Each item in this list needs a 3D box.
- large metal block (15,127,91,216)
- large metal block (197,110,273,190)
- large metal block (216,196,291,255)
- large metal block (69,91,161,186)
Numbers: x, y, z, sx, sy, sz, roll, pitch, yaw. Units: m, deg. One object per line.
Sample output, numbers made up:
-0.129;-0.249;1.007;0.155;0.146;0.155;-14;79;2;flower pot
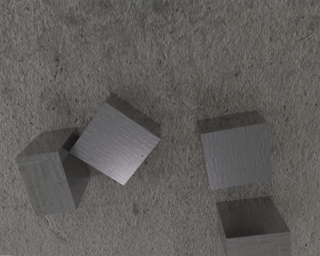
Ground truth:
-0.132;0.053;0.399;0.050;0.080;0.079;-9;110;3;large metal block
0.097;0.028;0.408;0.080;0.050;0.079;-10;110;3;large metal block
0.127;0.144;0.434;0.080;0.080;0.050;-7;110;2;large metal block
-0.055;0.013;0.401;0.080;0.050;0.080;35;106;-12;large metal block
